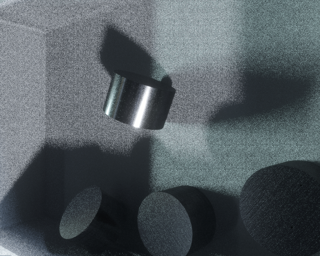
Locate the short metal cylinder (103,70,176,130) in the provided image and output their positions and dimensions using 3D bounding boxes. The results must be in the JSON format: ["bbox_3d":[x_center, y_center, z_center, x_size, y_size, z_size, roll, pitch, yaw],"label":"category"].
[{"bbox_3d":[-0.026,-0.036,0.390,0.080,0.081,0.050,30,109,35],"label":"short metal cylinder"}]

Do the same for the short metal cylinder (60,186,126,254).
[{"bbox_3d":[-0.095,0.130,0.441,0.080,0.050,0.080,-30,34,23],"label":"short metal cylinder"}]

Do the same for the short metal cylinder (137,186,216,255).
[{"bbox_3d":[0.019,0.113,0.373,0.080,0.050,0.079,0,90,39],"label":"short metal cylinder"}]

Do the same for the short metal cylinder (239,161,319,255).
[{"bbox_3d":[0.123,0.072,0.289,0.080,0.050,0.079,0,90,39],"label":"short metal cylinder"}]
